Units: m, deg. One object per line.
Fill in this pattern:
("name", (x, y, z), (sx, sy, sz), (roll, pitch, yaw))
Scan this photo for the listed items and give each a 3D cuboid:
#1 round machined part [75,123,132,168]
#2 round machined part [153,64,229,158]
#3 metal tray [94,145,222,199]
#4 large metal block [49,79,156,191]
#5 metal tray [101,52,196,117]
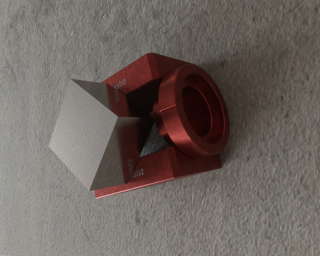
("round machined part", (-0.067, 0.023, 0.411), (0.042, 0.099, 0.098), (-20, 78, 38))
("round machined part", (0.030, -0.015, 0.332), (0.042, 0.099, 0.098), (-20, 78, 38))
("metal tray", (-0.006, 0.051, 0.365), (0.130, 0.091, 0.030), (-22, 76, 37))
("large metal block", (-0.062, 0.005, 0.319), (0.080, 0.050, 0.079), (36, 112, 33))
("metal tray", (-0.026, -0.044, 0.385), (0.130, 0.091, 0.030), (-23, 76, 37))
